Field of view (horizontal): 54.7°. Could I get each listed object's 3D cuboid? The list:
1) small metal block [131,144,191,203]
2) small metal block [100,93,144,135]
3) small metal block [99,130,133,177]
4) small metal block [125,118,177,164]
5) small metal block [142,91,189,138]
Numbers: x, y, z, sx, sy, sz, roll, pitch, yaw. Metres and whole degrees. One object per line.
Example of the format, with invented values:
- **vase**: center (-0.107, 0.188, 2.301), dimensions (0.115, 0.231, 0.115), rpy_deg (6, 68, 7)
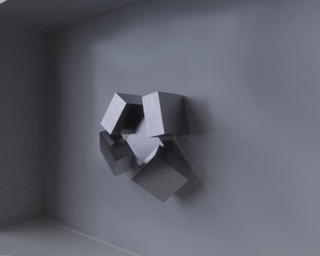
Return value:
- **small metal block**: center (0.002, 0.057, 0.384), dimensions (0.050, 0.025, 0.050), rpy_deg (38, 119, -8)
- **small metal block**: center (-0.045, -0.019, 0.423), dimensions (0.025, 0.050, 0.050), rpy_deg (44, 116, 31)
- **small metal block**: center (-0.063, 0.034, 0.439), dimensions (0.050, 0.025, 0.050), rpy_deg (56, 155, 24)
- **small metal block**: center (-0.014, 0.021, 0.413), dimensions (0.050, 0.025, 0.050), rpy_deg (-49, 61, 28)
- **small metal block**: center (0.007, -0.015, 0.380), dimensions (0.025, 0.050, 0.050), rpy_deg (-14, 81, 38)
